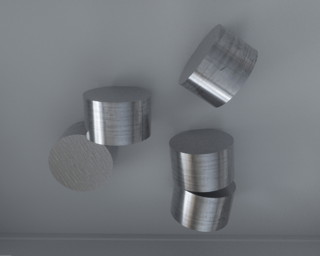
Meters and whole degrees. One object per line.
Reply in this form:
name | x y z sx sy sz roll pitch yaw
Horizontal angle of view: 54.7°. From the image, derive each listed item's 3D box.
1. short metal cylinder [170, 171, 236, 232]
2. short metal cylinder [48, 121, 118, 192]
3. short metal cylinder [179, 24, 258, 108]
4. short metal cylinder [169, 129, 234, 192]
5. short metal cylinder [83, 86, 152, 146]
short metal cylinder | 0.057 0.093 0.417 0.081 0.080 0.050 6 110 -2
short metal cylinder | -0.099 0.036 0.410 0.081 0.050 0.079 0 110 0
short metal cylinder | 0.065 -0.070 0.356 0.050 0.080 0.080 32 107 -11
short metal cylinder | 0.054 0.039 0.397 0.080 0.080 0.050 -5 110 2
short metal cylinder | -0.051 -0.017 0.375 0.081 0.080 0.050 1 110 -1
